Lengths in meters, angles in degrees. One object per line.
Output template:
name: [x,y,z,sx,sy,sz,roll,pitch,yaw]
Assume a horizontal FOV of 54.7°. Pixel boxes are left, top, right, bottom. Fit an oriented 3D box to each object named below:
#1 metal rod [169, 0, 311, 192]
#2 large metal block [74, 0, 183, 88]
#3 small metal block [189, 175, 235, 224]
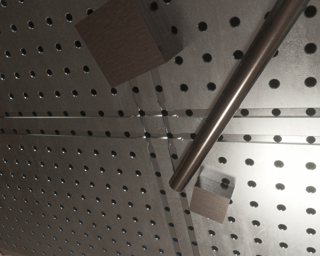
metal rod: [0.076,-0.024,0.355,0.025,0.025,0.298,31,128,7]
large metal block: [-0.034,-0.102,0.349,0.080,0.050,0.080,-18,109,35]
small metal block: [0.072,0.100,0.434,0.050,0.025,0.050,19,126,17]
